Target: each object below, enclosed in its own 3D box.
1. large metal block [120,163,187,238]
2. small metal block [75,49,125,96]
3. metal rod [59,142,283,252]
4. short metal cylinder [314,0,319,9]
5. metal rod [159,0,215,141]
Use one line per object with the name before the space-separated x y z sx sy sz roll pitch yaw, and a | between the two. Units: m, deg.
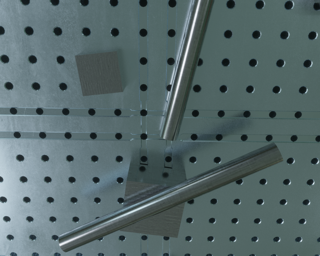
large metal block | -0.009 0.101 0.437 0.081 0.050 0.079 8 110 -3
small metal block | -0.073 -0.070 0.387 0.050 0.025 0.050 -6 110 2
metal rod | 0.007 0.091 0.393 0.301 0.025 0.025 -25 108 8
short metal cylinder | 0.217 -0.166 0.340 0.081 0.050 0.079 0 110 0
metal rod | 0.045 -0.124 0.367 0.025 0.025 0.298 12 110 -5
